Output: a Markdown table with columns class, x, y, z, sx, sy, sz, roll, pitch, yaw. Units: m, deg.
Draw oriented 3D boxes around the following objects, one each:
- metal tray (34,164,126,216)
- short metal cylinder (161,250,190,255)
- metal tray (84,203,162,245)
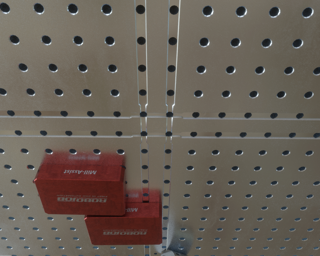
| class | x | y | z | sx | sy | sz | roll | pitch | yaw |
| --- | --- | --- | --- | --- | --- | --- | --- | --- | --- |
| metal tray | -0.121 | 0.100 | 0.492 | 0.131 | 0.030 | 0.089 | 2 | 130 | -2 |
| short metal cylinder | 0.031 | 0.295 | 0.627 | 0.050 | 0.080 | 0.080 | 25 | 126 | -20 |
| metal tray | -0.061 | 0.173 | 0.555 | 0.131 | 0.030 | 0.089 | -1 | 130 | 0 |
